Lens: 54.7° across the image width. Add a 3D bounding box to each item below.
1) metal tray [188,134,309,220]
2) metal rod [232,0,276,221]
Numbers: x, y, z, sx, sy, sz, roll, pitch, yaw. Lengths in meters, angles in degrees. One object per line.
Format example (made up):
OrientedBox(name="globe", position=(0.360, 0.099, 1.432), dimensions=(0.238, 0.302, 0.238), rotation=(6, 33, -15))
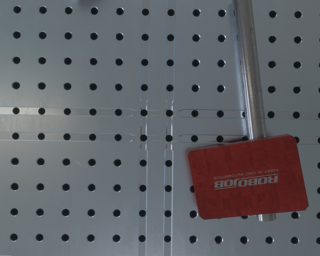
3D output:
OrientedBox(name="metal tray", position=(0.109, 0.062, 0.393), dimensions=(0.130, 0.030, 0.089), rotation=(-11, 89, 16))
OrientedBox(name="metal rod", position=(0.126, -0.027, 0.414), dimensions=(0.025, 0.025, 0.298), rotation=(-7, 90, 0))
